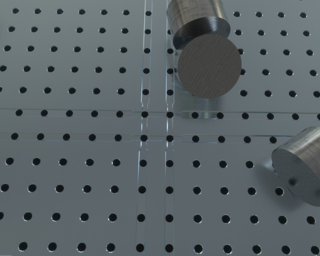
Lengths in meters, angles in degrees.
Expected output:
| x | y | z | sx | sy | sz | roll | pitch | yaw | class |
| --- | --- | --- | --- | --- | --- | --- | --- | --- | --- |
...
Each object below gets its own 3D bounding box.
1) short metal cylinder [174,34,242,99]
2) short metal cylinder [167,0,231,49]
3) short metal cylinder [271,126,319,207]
| x | y | z | sx | sy | sz | roll | pitch | yaw | class |
| --- | --- | --- | --- | --- | --- | --- | --- | --- | --- |
| 0.061 | -0.083 | 0.409 | 0.081 | 0.050 | 0.079 | -1 | 106 | -3 | short metal cylinder |
| 0.053 | -0.148 | 0.436 | 0.081 | 0.080 | 0.050 | -9 | 69 | -3 | short metal cylinder |
| 0.181 | 0.045 | 0.367 | 0.050 | 0.080 | 0.080 | -32 | 73 | -11 | short metal cylinder |
